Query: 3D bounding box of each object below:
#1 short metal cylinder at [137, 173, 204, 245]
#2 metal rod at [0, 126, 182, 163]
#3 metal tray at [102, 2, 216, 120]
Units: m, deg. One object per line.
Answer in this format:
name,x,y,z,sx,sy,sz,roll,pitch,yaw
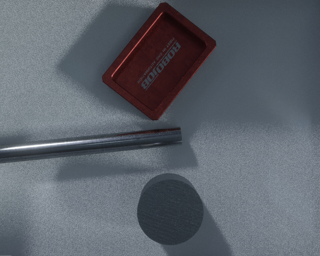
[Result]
short metal cylinder,0.012,0.102,0.399,0.081,0.050,0.079,0,90,-1
metal rod,-0.122,0.025,0.409,0.302,0.025,0.025,-6,90,-1
metal tray,-0.001,-0.085,0.408,0.090,0.030,0.130,38,90,-1
